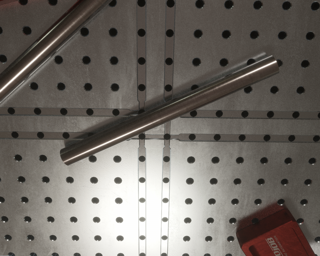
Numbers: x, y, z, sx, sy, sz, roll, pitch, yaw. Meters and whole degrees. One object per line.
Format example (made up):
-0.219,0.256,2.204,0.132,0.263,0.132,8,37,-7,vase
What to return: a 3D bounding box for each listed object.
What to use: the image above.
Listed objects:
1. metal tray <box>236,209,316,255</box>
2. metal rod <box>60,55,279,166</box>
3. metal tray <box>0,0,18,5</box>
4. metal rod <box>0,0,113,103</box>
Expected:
0.191,0.200,0.487,0.090,0.030,0.130,-30,108,10,metal tray
0.006,-0.020,0.406,0.301,0.025,0.025,-24,109,8,metal rod
-0.157,-0.193,0.338,0.131,0.030,0.089,-13,110,4,metal tray
-0.131,-0.104,0.373,0.300,0.025,0.025,-37,106,12,metal rod
